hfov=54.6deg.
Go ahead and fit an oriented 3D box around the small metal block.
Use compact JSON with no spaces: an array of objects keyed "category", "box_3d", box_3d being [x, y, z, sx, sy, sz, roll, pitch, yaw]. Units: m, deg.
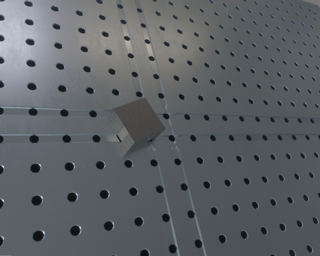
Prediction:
[{"category":"small metal block","box_3d":[-0.030,-0.006,0.395,0.050,0.025,0.050,-24,75,-36]}]
